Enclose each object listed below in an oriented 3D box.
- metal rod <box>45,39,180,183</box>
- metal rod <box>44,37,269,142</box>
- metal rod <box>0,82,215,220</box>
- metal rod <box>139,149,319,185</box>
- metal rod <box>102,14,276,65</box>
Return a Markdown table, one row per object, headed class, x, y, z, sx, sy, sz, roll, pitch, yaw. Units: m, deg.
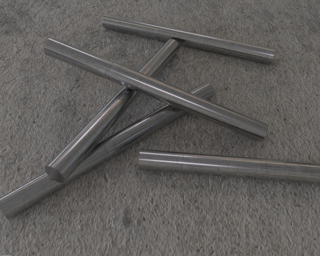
| class | x | y | z | sx | sy | sz | roll | pitch | yaw |
| --- | --- | --- | --- | --- | --- | --- | --- | --- | --- |
| metal rod | -0.044 | -0.044 | 0.420 | 0.025 | 0.025 | 0.301 | 20 | 47 | 16 |
| metal rod | -0.005 | -0.051 | 0.403 | 0.301 | 0.025 | 0.025 | 22 | 53 | 1 |
| metal rod | -0.048 | 0.016 | 0.389 | 0.302 | 0.025 | 0.025 | -31 | 57 | -24 |
| metal rod | 0.126 | 0.049 | 0.362 | 0.302 | 0.025 | 0.025 | 4 | 50 | 3 |
| metal rod | 0.042 | -0.155 | 0.533 | 0.301 | 0.025 | 0.025 | 16 | 52 | 13 |
